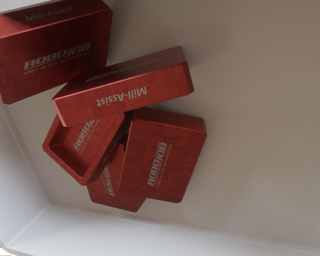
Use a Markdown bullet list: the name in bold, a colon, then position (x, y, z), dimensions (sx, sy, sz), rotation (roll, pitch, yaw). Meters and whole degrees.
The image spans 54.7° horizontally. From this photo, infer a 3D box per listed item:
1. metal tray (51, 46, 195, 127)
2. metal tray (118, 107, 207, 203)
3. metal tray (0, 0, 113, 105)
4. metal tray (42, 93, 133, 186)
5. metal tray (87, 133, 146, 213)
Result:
- **metal tray**: position (-0.035, -0.047, 0.324), dimensions (0.131, 0.090, 0.030), rotation (-15, 113, 6)
- **metal tray**: position (-0.001, 0.039, 0.407), dimensions (0.091, 0.030, 0.129), rotation (11, 125, -5)
- **metal tray**: position (-0.117, -0.085, 0.334), dimensions (0.030, 0.131, 0.089), rotation (48, 147, 19)
- **metal tray**: position (-0.101, 0.004, 0.427), dimensions (0.090, 0.030, 0.129), rotation (39, 114, 14)
- **metal tray**: position (-0.077, 0.067, 0.486), dimensions (0.090, 0.030, 0.129), rotation (6, 121, 24)
